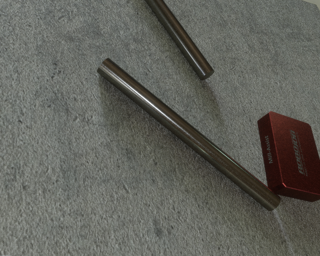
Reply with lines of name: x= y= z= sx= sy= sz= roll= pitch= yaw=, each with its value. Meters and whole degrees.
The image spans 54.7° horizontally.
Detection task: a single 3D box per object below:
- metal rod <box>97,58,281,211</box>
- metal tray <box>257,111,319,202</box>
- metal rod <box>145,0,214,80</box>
metal rod: x=0.040 y=0.010 z=0.421 sx=0.300 sy=0.025 sz=0.025 roll=39 pitch=51 yaw=-2
metal tray: x=0.207 y=0.044 z=0.488 sx=0.091 sy=0.030 sz=0.130 roll=15 pitch=55 yaw=-20
metal rod: x=-0.001 y=-0.208 z=0.531 sx=0.025 sy=0.025 sz=0.299 roll=-23 pitch=74 yaw=-37
